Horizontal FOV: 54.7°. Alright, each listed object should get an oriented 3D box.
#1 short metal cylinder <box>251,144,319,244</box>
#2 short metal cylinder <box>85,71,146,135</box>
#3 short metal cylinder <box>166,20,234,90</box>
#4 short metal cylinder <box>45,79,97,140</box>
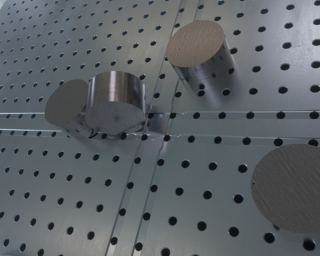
[{"bbox_3d":[0.130,0.061,0.286,0.080,0.050,0.080,-13,56,21],"label":"short metal cylinder"},{"bbox_3d":[-0.060,-0.032,0.424,0.080,0.080,0.050,-15,56,19],"label":"short metal cylinder"},{"bbox_3d":[0.055,-0.100,0.425,0.080,0.050,0.080,-13,56,21],"label":"short metal cylinder"},{"bbox_3d":[-0.127,-0.028,0.476,0.080,0.050,0.080,-13,56,21],"label":"short metal cylinder"}]
